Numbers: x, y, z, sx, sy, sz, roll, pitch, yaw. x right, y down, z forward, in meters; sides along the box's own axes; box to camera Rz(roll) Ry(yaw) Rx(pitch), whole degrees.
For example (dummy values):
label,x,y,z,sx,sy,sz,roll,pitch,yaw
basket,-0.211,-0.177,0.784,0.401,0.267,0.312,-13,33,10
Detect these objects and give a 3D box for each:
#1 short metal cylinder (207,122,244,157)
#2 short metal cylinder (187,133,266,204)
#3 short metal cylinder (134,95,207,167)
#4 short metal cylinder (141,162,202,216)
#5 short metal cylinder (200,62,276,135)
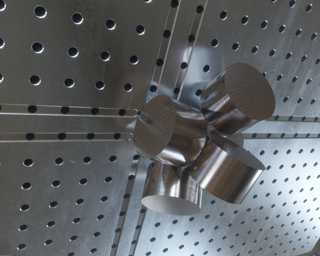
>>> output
label,x,y,z,sx,sy,sz,roll,pitch,yaw
short metal cylinder,0.072,0.020,0.445,0.081,0.050,0.079,-13,123,-21
short metal cylinder,0.081,0.048,0.384,0.081,0.080,0.050,19,108,-36
short metal cylinder,0.011,0.005,0.384,0.050,0.080,0.080,20,107,-36
short metal cylinder,0.018,0.084,0.430,0.080,0.050,0.080,8,149,5
short metal cylinder,0.100,-0.036,0.398,0.081,0.080,0.050,2,157,-29
